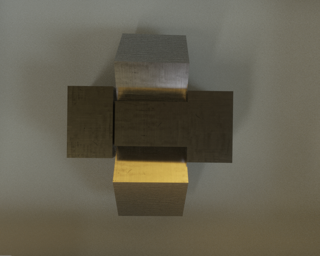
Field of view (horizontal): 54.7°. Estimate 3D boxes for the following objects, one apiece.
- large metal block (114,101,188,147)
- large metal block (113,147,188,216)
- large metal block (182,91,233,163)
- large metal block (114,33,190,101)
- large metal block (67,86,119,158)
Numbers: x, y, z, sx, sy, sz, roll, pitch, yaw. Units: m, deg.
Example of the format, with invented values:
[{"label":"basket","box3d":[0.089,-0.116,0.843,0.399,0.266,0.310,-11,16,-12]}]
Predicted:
[{"label":"large metal block","box3d":[-0.010,-0.005,0.383,0.081,0.080,0.050,1,90,0]},{"label":"large metal block","box3d":[-0.011,0.066,0.376,0.081,0.080,0.050,1,48,-1]},{"label":"large metal block","box3d":[0.056,-0.002,0.383,0.050,0.080,0.080,1,90,0]},{"label":"large metal block","box3d":[-0.009,-0.075,0.376,0.081,0.080,0.050,2,128,0]},{"label":"large metal block","box3d":[-0.077,-0.007,0.382,0.050,0.080,0.080,1,90,0]}]
